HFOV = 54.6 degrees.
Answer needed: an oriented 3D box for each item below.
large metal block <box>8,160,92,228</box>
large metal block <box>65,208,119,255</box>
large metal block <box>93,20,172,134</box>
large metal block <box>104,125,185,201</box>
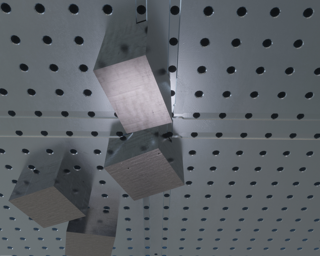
[{"bbox_3d":[-0.167,0.105,0.483,0.080,0.050,0.080,-19,128,16],"label":"large metal block"},{"bbox_3d":[-0.122,0.189,0.554,0.080,0.050,0.079,10,130,-8],"label":"large metal block"},{"bbox_3d":[-0.024,-0.054,0.329,0.050,0.080,0.080,-14,129,12],"label":"large metal block"},{"bbox_3d":[-0.020,0.050,0.437,0.080,0.050,0.080,-21,127,17],"label":"large metal block"}]
